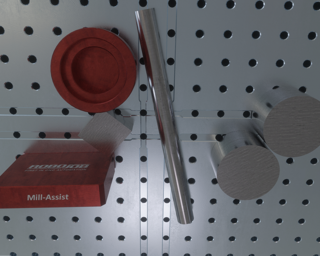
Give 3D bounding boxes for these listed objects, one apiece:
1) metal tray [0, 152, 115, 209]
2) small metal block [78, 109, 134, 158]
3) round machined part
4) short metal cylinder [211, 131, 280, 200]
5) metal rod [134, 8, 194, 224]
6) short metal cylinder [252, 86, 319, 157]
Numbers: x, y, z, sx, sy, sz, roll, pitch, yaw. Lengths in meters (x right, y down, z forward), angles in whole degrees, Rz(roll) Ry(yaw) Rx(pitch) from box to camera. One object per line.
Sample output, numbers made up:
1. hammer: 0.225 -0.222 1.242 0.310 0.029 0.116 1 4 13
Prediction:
1. metal tray: -0.130 0.065 0.401 0.131 0.090 0.030 -1 110 0
2. small metal block: -0.072 0.003 0.414 0.050 0.025 0.050 38 106 -13
3. round machined part: -0.076 -0.070 0.375 0.099 0.042 0.097 0 106 0
4. short metal cylinder: 0.113 0.050 0.419 0.081 0.050 0.079 0 110 0
5. metal rod: 0.010 -0.001 0.413 0.025 0.025 0.298 -10 110 4
6. short metal cylinder: 0.165 -0.009 0.398 0.081 0.050 0.079 0 110 0
